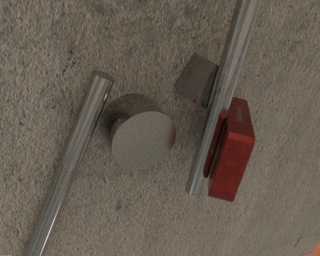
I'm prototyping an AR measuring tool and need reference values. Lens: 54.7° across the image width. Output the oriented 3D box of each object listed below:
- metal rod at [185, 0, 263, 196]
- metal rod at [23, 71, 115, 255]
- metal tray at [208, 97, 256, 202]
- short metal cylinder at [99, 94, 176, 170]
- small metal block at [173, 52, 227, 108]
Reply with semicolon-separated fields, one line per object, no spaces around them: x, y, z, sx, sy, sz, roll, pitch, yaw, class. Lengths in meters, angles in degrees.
0.073;-0.045;0.353;0.025;0.025;0.298;-4;121;-27;metal rod
-0.122;0.071;0.383;0.025;0.025;0.298;13;112;-34;metal rod
0.091;0.021;0.405;0.030;0.130;0.089;14;117;5;metal tray
-0.028;0.005;0.378;0.081;0.050;0.079;-14;124;-21;short metal cylinder
0.050;-0.059;0.381;0.025;0.050;0.050;21;107;-36;small metal block
